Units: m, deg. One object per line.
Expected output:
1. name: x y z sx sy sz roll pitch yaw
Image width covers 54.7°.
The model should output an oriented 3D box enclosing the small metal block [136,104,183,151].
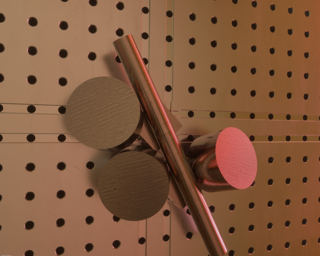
1. small metal block: -0.008 -0.004 0.406 0.050 0.025 0.050 -45 104 -14

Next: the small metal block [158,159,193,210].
1. small metal block: 0.028 0.073 0.419 0.050 0.025 0.050 -42 104 -15

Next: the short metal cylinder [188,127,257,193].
1. short metal cylinder: 0.084 0.044 0.413 0.081 0.050 0.080 13 67 -35

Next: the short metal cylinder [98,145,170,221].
1. short metal cylinder: -0.029 0.063 0.371 0.080 0.050 0.079 0 94 2

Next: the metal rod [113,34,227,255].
1. metal rod: 0.016 0.029 0.388 0.025 0.025 0.299 -27 99 -18

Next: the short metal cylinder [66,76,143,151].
1. short metal cylinder: -0.061 -0.014 0.358 0.081 0.050 0.080 0 82 1
